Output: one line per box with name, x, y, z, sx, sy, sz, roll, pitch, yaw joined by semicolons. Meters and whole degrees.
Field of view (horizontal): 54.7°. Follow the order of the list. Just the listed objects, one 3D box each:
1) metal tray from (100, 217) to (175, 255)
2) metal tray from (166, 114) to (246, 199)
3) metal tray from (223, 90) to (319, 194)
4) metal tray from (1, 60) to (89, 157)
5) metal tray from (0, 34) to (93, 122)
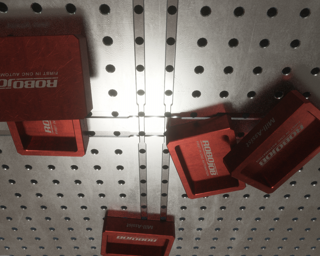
metal tray;-0.043;0.211;0.587;0.131;0.030;0.089;7;130;-7
metal tray;0.069;0.047;0.449;0.090;0.030;0.129;-14;129;11
metal tray;0.159;0.023;0.406;0.090;0.030;0.129;28;114;-31
metal tray;-0.143;-0.020;0.388;0.091;0.030;0.129;2;130;-2
metal tray;-0.145;-0.054;0.338;0.131;0.030;0.089;-2;108;0
